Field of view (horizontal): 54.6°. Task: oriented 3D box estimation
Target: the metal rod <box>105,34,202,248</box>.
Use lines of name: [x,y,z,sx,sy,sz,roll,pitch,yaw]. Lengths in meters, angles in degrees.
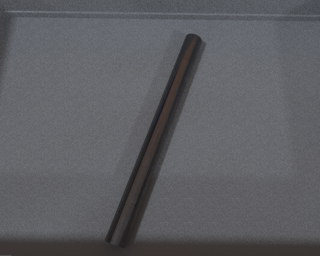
metal rod: [-0.001,0.002,0.406,0.025,0.025,0.300,19,71,7]
